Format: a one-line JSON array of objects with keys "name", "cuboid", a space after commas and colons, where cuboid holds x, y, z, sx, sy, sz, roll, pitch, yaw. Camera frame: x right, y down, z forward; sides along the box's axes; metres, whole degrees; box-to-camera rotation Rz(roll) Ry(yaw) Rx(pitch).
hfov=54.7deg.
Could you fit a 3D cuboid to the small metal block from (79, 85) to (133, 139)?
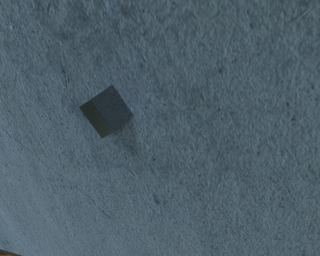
[{"name": "small metal block", "cuboid": [-0.070, -0.022, 0.412, 0.025, 0.050, 0.050, -25, 105, 36]}]
